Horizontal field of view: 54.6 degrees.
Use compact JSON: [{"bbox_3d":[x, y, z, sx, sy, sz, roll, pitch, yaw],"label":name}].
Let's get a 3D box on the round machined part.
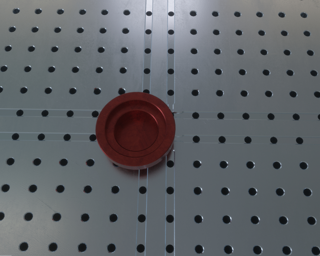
[{"bbox_3d":[-0.030,0.006,0.400,0.099,0.042,0.098,0,70,0],"label":"round machined part"}]
